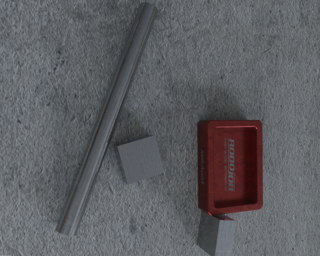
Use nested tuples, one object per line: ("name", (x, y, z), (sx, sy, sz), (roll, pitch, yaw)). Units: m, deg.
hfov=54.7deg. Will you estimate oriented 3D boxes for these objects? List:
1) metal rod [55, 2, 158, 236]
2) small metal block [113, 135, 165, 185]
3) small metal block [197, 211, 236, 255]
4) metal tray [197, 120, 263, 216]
("metal rod", (-0.063, -0.016, 0.386), (0.025, 0.025, 0.299), (22, 83, -19))
("small metal block", (-0.027, 0.040, 0.400), (0.050, 0.025, 0.050), (-16, 96, -20))
("small metal block", (0.076, 0.145, 0.426), (0.025, 0.050, 0.050), (10, 87, -20))
("metal tray", (0.101, 0.053, 0.445), (0.091, 0.030, 0.129), (-1, 90, -21))
